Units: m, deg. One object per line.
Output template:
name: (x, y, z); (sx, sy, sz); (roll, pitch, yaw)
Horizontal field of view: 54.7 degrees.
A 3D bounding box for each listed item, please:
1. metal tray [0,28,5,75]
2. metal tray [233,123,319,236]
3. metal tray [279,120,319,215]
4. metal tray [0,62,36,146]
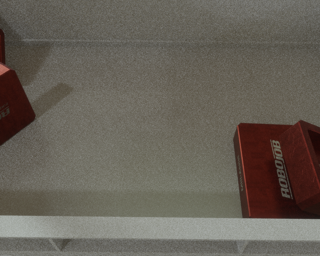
metal tray: (-0.261, -0.111, 0.408); (0.030, 0.130, 0.090); (-8, 81, 10)
metal tray: (0.138, 0.054, 0.357); (0.091, 0.030, 0.130); (3, 50, 2)
metal tray: (0.194, 0.051, 0.324); (0.131, 0.030, 0.090); (18, 48, -18)
metal tray: (-0.221, -0.009, 0.368); (0.030, 0.090, 0.131); (29, 56, 22)
